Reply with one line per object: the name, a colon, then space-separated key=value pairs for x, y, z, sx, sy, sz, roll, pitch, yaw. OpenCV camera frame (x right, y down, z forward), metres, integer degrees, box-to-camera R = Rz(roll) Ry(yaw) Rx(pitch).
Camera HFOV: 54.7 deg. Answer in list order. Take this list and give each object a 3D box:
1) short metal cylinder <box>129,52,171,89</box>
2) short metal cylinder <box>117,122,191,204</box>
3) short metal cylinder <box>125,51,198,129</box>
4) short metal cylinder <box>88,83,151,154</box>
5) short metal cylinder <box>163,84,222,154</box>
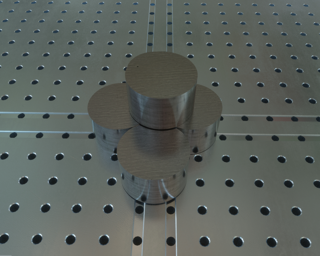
short metal cylinder: x=-0.006 y=-0.065 z=0.446 sx=0.081 sy=0.050 sz=0.080 roll=1 pitch=50 yaw=-1
short metal cylinder: x=-0.007 y=0.039 z=0.357 sx=0.081 sy=0.050 sz=0.080 roll=0 pitch=48 yaw=0
short metal cylinder: x=0.002 y=-0.045 z=0.363 sx=0.081 sy=0.050 sz=0.080 roll=0 pitch=50 yaw=0
short metal cylinder: x=-0.049 y=-0.013 z=0.402 sx=0.081 sy=0.050 sz=0.080 roll=0 pitch=50 yaw=0
short metal cylinder: x=0.037 y=-0.013 z=0.401 sx=0.081 sy=0.050 sz=0.080 roll=0 pitch=50 yaw=0
